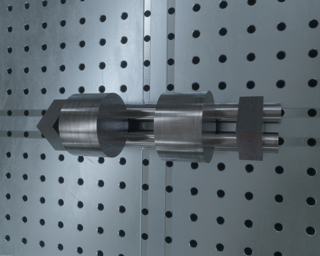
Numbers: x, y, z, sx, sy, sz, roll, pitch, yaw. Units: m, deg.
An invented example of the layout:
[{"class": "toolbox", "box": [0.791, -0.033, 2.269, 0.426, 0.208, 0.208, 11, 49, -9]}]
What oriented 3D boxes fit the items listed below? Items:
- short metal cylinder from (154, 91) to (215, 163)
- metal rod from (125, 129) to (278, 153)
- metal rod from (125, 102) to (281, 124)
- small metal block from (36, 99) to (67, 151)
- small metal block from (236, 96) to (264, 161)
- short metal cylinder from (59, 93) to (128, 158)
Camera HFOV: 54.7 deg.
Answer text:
[{"class": "short metal cylinder", "box": [0.031, -0.002, 0.349, 0.050, 0.080, 0.079, 1, 90, 20]}, {"class": "metal rod", "box": [-0.003, 0.015, 0.414, 0.301, 0.025, 0.025, 1, 91, 19]}, {"class": "metal rod", "box": [0.000, -0.020, 0.413, 0.301, 0.025, 0.025, 1, 91, 19]}, {"class": "small metal block", "box": [-0.133, -0.004, 0.422, 0.025, 0.050, 0.050, 1, 48, 20]}, {"class": "small metal block", "box": [0.100, 0.001, 0.340, 0.025, 0.050, 0.050, 1, 49, 20]}, {"class": "short metal cylinder", "box": [-0.080, -0.004, 0.388, 0.050, 0.080, 0.079, 1, 90, 20]}]
